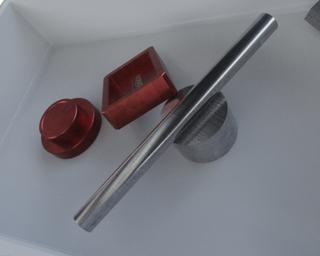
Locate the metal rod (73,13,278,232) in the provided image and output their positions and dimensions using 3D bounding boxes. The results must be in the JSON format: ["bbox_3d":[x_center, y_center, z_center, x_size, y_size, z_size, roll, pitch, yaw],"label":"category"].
[{"bbox_3d":[0.021,-0.010,0.335,0.300,0.025,0.025,-47,52,-5],"label":"metal rod"}]

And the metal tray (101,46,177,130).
[{"bbox_3d":[-0.033,-0.060,0.422,0.090,0.030,0.130,-31,29,9],"label":"metal tray"}]

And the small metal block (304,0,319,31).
[{"bbox_3d":[0.212,-0.137,0.366,0.050,0.025,0.050,-44,78,-3],"label":"small metal block"}]

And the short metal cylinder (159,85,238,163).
[{"bbox_3d":[0.046,-0.005,0.367,0.080,0.050,0.080,-13,56,20],"label":"short metal cylinder"}]

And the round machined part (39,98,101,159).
[{"bbox_3d":[-0.142,-0.006,0.471,0.098,0.042,0.098,-13,56,20],"label":"round machined part"}]
